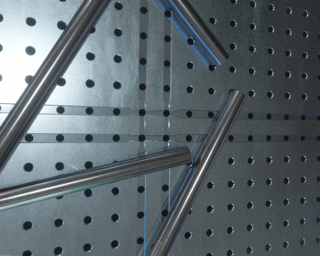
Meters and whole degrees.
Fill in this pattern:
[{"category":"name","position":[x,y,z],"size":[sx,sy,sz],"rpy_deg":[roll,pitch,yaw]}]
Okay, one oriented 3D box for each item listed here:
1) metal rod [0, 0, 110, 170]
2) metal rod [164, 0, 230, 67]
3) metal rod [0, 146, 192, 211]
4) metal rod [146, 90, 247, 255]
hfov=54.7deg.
[{"category":"metal rod","position":[-0.126,-0.072,0.366],"size":[0.025,0.025,0.299],"rpy_deg":[32,79,-18]},{"category":"metal rod","position":[-0.006,-0.205,0.410],"size":[0.025,0.025,0.300],"rpy_deg":[-45,105,-15]},{"category":"metal rod","position":[-0.101,0.065,0.375],"size":[0.303,0.025,0.025],"rpy_deg":[-12,94,-20]},{"category":"metal rod","position":[0.045,0.080,0.430],"size":[0.025,0.025,0.299],"rpy_deg":[32,79,-18]}]
